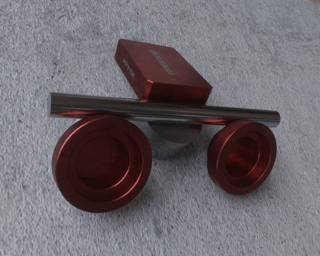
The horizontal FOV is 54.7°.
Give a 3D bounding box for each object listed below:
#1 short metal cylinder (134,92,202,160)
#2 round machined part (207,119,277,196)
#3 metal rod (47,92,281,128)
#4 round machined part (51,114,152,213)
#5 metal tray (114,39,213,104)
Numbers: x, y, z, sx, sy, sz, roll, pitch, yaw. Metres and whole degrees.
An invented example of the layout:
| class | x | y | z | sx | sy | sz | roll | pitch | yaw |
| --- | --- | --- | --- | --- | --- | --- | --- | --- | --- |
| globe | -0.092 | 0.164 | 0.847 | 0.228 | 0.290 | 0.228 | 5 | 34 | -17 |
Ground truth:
| class | x | y | z | sx | sy | sz | roll | pitch | yaw |
| --- | --- | --- | --- | --- | --- | --- | --- | --- | --- |
| short metal cylinder | 0.006 | -0.005 | 0.398 | 0.081 | 0.050 | 0.080 | 14 | 56 | -21 |
| round machined part | 0.102 | 0.035 | 0.407 | 0.099 | 0.042 | 0.097 | -8 | 108 | -26 |
| metal rod | 0.027 | -0.018 | 0.369 | 0.303 | 0.025 | 0.025 | 2 | 61 | -28 |
| round machined part | -0.061 | 0.034 | 0.321 | 0.099 | 0.042 | 0.097 | -6 | 103 | -28 |
| metal tray | 0.000 | -0.075 | 0.415 | 0.091 | 0.030 | 0.130 | 2 | 35 | -28 |
